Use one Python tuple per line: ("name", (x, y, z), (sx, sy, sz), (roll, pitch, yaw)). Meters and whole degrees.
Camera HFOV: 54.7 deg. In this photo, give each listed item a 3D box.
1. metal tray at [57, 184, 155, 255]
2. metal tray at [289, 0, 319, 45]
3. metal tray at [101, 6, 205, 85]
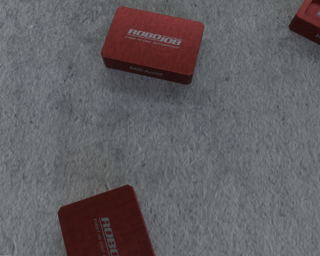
("metal tray", (-0.055, 0.141, 0.353), (0.091, 0.030, 0.130), (-18, 71, -7))
("metal tray", (0.276, -0.160, 0.467), (0.130, 0.030, 0.090), (32, 73, 10))
("metal tray", (-0.009, -0.121, 0.450), (0.131, 0.030, 0.090), (13, 70, 4))
